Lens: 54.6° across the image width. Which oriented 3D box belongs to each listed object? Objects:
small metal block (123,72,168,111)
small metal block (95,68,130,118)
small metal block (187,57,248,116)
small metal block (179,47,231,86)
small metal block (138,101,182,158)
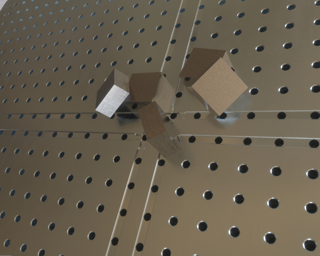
[{"bbox_3d":[-0.021,-0.053,0.453,0.050,0.025,0.050,2,63,29],"label":"small metal block"},{"bbox_3d":[-0.070,-0.052,0.459,0.050,0.025,0.050,-48,29,25],"label":"small metal block"},{"bbox_3d":[0.071,-0.050,0.384,0.050,0.050,0.025,-45,9,-3],"label":"small metal block"},{"bbox_3d":[0.062,-0.081,0.426,0.050,0.025,0.050,16,70,34],"label":"small metal block"},{"bbox_3d":[0.000,0.002,0.392,0.025,0.050,0.050,-28,52,11],"label":"small metal block"}]
